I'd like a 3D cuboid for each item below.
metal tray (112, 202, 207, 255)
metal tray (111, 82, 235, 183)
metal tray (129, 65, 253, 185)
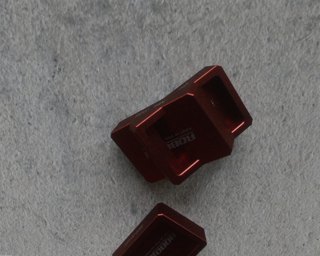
[{"bbox_3d":[-0.003,0.187,0.476,0.090,0.030,0.129,35,106,-13],"label":"metal tray"},{"bbox_3d":[0.014,0.011,0.387,0.130,0.030,0.090,-26,110,32],"label":"metal tray"},{"bbox_3d":[0.040,-0.005,0.381,0.130,0.030,0.090,-38,107,-11],"label":"metal tray"}]
